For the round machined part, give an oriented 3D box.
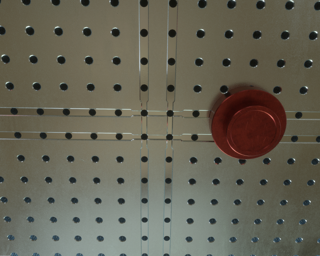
[{"bbox_3d":[0.116,-0.002,0.404,0.099,0.042,0.097,0,110,0],"label":"round machined part"}]
